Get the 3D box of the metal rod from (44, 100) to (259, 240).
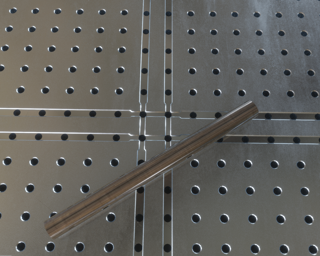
[{"bbox_3d":[-0.002,0.047,0.394,0.302,0.025,0.025,-30,73,-11],"label":"metal rod"}]
